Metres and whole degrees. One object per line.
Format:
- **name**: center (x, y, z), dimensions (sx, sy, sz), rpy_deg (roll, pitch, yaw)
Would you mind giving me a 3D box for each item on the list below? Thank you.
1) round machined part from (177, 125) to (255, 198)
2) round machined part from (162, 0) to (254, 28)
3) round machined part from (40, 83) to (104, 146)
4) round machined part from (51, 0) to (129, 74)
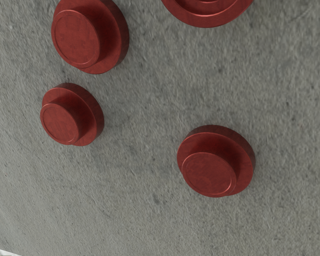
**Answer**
- **round machined part**: center (0.066, 0.048, 0.390), dimensions (0.098, 0.042, 0.097), rpy_deg (13, 124, 20)
- **round machined part**: center (0.047, -0.145, 0.281), dimensions (0.098, 0.042, 0.097), rpy_deg (13, 124, 20)
- **round machined part**: center (-0.136, -0.014, 0.457), dimensions (0.098, 0.042, 0.097), rpy_deg (13, 124, 20)
- **round machined part**: center (-0.090, -0.111, 0.373), dimensions (0.098, 0.042, 0.097), rpy_deg (13, 124, 20)
